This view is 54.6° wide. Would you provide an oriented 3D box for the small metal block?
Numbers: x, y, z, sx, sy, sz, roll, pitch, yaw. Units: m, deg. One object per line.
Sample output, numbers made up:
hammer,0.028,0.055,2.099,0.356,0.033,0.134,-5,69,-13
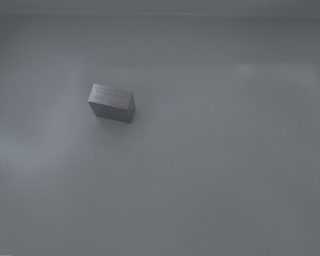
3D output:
small metal block,-0.061,-0.031,0.407,0.050,0.050,0.025,12,71,4
